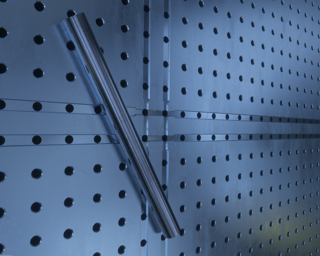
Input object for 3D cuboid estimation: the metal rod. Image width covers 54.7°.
[{"bbox_3d":[-0.038,0.012,0.378,0.025,0.025,0.299,-36,112,-34],"label":"metal rod"}]
